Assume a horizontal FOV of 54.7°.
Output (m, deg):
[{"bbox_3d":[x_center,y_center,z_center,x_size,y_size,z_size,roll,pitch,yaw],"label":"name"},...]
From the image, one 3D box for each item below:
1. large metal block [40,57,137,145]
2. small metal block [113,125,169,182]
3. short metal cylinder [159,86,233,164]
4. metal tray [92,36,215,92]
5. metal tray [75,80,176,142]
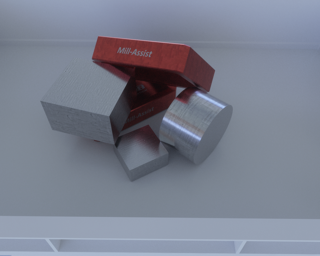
[{"bbox_3d":[-0.080,-0.034,0.373,0.080,0.050,0.080,13,51,10],"label":"large metal block"},{"bbox_3d":[-0.024,0.030,0.378,0.050,0.025,0.050,-23,54,-19],"label":"small metal block"},{"bbox_3d":[0.044,-0.004,0.372,0.050,0.080,0.080,32,57,24],"label":"short metal cylinder"},{"bbox_3d":[-0.008,-0.080,0.390,0.130,0.090,0.030,15,89,30],"label":"metal tray"},{"bbox_3d":[-0.054,-0.045,0.436,0.131,0.030,0.090,-27,55,-22],"label":"metal tray"}]
